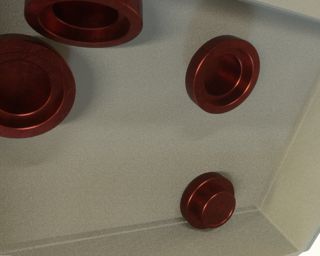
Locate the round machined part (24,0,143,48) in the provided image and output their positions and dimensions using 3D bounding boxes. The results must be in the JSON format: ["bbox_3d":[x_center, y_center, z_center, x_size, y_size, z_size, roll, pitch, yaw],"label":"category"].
[{"bbox_3d":[-0.064,-0.110,0.272,0.099,0.098,0.042,4,80,-31],"label":"round machined part"}]

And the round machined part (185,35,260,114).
[{"bbox_3d":[0.075,-0.071,0.397,0.099,0.042,0.097,-14,125,-21],"label":"round machined part"}]

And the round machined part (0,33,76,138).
[{"bbox_3d":[-0.135,-0.042,0.298,0.099,0.042,0.097,-14,125,-21],"label":"round machined part"}]

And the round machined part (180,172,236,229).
[{"bbox_3d":[0.086,0.126,0.515,0.099,0.042,0.097,-11,113,-26],"label":"round machined part"}]
